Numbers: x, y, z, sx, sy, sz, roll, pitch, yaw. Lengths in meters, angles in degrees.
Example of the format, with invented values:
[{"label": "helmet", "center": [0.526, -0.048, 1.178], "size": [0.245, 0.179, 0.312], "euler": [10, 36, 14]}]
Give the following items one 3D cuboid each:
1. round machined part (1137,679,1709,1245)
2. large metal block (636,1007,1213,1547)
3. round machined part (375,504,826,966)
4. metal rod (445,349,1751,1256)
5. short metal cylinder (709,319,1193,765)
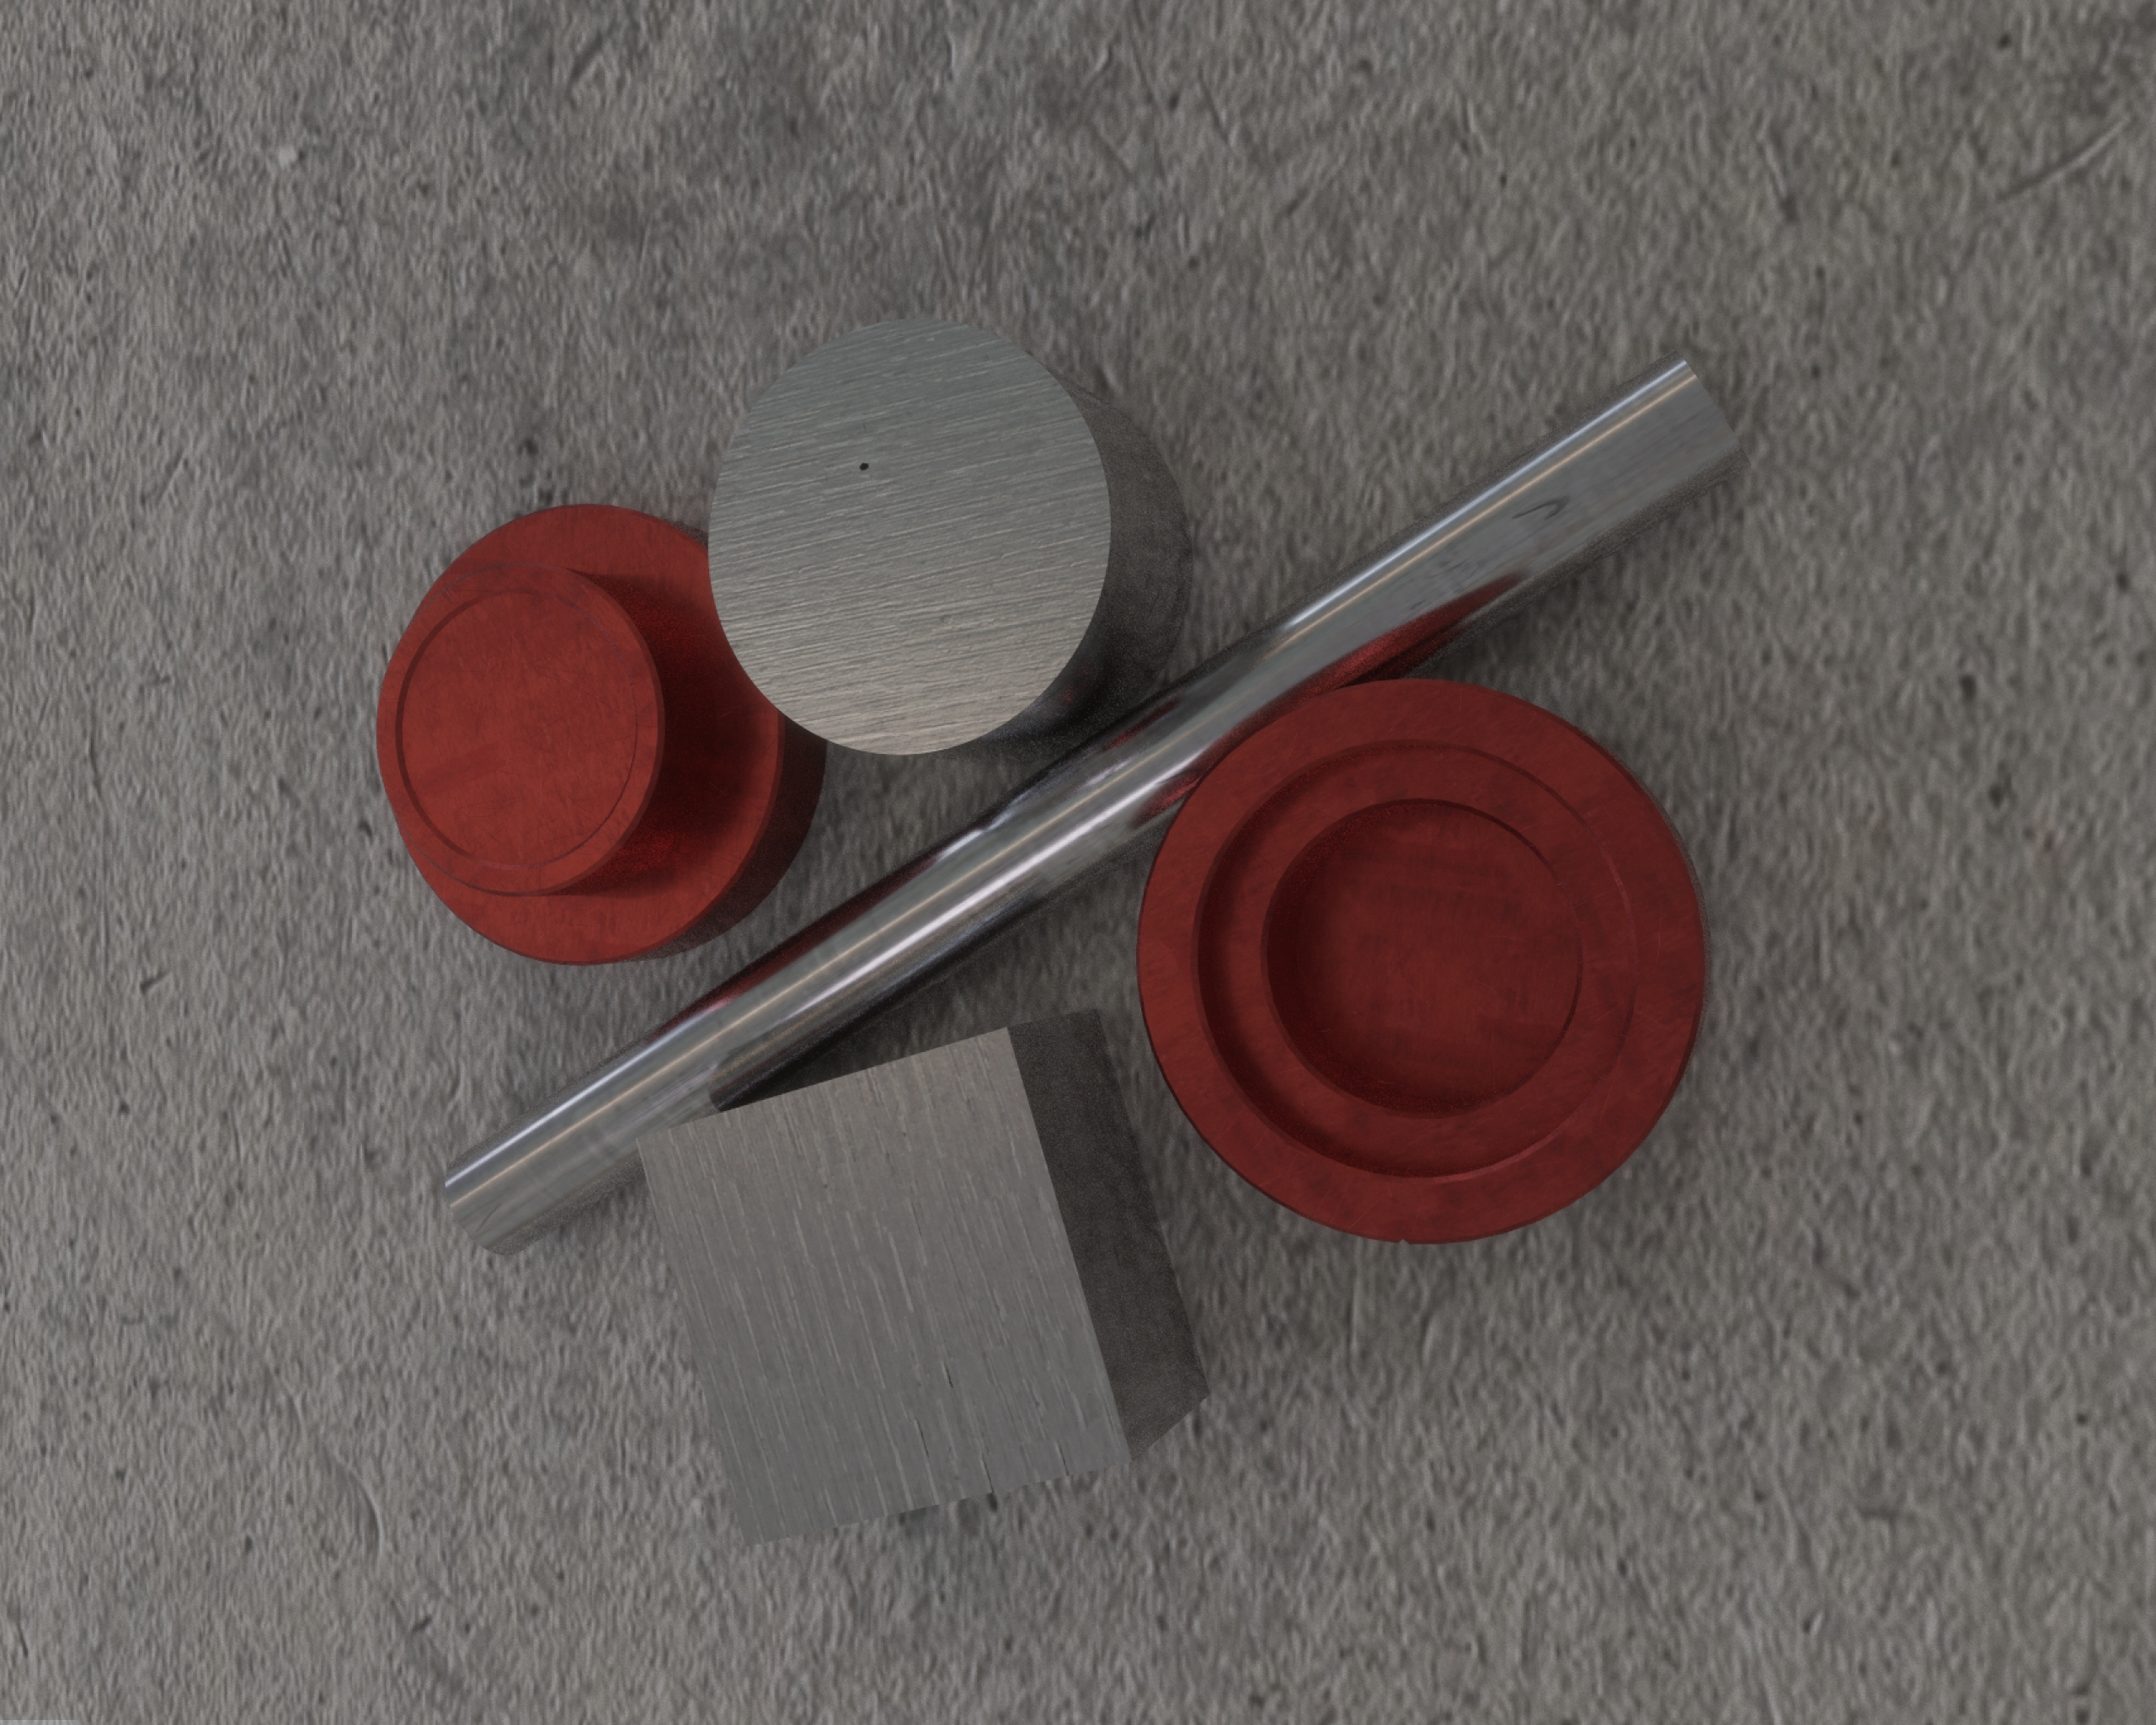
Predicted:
[{"label": "round machined part", "center": [0.064, 0.017, 0.378], "size": [0.098, 0.042, 0.097], "euler": [0, 90, 20]}, {"label": "large metal block", "center": [-0.029, 0.079, 0.408], "size": [0.080, 0.050, 0.080], "euler": [-18, 84, 19]}, {"label": "round machined part", "center": [-0.106, -0.027, 0.438], "size": [0.098, 0.042, 0.097], "euler": [0, 90, 20]}, {"label": "metal rod", "center": [-0.008, -0.003, 0.414], "size": [0.300, 0.025, 0.025], "euler": [-33, 80, 16]}, {"label": "short metal cylinder", "center": [-0.023, -0.060, 0.405], "size": [0.080, 0.050, 0.079], "euler": [0, 90, 20]}]
